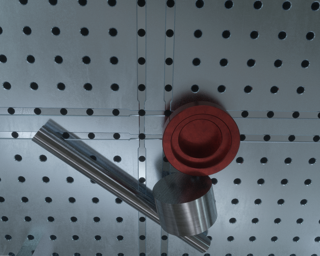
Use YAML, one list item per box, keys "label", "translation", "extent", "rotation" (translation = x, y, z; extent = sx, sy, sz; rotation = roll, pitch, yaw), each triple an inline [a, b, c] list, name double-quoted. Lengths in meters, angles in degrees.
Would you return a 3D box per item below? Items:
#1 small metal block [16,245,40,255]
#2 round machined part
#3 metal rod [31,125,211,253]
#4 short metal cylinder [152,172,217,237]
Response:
- label: "small metal block"
  translation: [-0.206, 0.219, 0.478]
  extent: [0.025, 0.050, 0.050]
  rotation: [-4, 110, 1]
- label: "round machined part"
  translation: [0.052, 0.011, 0.409]
  extent: [0.099, 0.042, 0.097]
  rotation: [0, 110, -1]
- label: "metal rod"
  translation: [-0.047, 0.095, 0.447]
  extent: [0.301, 0.025, 0.025]
  rotation: [37, 106, -13]
- label: "short metal cylinder"
  translation: [0.034, 0.100, 0.422]
  extent: [0.080, 0.080, 0.050]
  rotation: [-11, 110, 4]
